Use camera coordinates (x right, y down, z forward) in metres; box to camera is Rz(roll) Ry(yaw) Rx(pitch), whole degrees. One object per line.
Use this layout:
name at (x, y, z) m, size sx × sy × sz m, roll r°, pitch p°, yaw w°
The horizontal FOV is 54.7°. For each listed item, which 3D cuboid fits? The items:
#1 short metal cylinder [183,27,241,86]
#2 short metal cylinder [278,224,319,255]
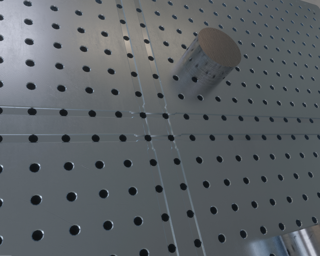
short metal cylinder at (0.085, -0.117, 0.509) m, size 0.081 × 0.050 × 0.080 m, roll 14°, pitch 56°, yaw -21°
short metal cylinder at (0.199, 0.149, 0.389) m, size 0.081 × 0.080 × 0.050 m, roll -3°, pitch 63°, yaw -30°
